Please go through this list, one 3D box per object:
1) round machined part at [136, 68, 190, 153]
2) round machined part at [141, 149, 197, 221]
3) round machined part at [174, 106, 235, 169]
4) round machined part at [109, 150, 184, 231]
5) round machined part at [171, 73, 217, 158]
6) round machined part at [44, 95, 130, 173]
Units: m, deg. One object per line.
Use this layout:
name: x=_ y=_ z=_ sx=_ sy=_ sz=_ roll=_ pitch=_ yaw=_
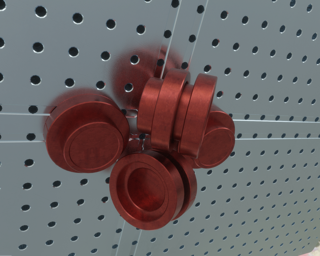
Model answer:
round machined part: x=0.003 y=-0.023 z=0.366 sx=0.042 sy=0.098 sz=0.097 roll=14 pitch=118 yaw=10
round machined part: x=0.006 y=0.074 z=0.424 sx=0.042 sy=0.098 sz=0.097 roll=-14 pitch=131 yaw=-60
round machined part: x=0.069 y=0.020 z=0.449 sx=0.099 sy=0.042 sz=0.097 roll=-14 pitch=124 yaw=-21
round machined part: x=-0.013 y=0.076 z=0.397 sx=0.042 sy=0.098 sz=0.097 roll=-15 pitch=132 yaw=-60
round machined part: x=0.035 y=-0.017 z=0.363 sx=0.042 sy=0.098 sz=0.097 roll=14 pitch=118 yaw=10
round machined part: x=-0.081 y=0.014 z=0.363 sx=0.099 sy=0.042 sz=0.097 roll=-14 pitch=124 yaw=-21
